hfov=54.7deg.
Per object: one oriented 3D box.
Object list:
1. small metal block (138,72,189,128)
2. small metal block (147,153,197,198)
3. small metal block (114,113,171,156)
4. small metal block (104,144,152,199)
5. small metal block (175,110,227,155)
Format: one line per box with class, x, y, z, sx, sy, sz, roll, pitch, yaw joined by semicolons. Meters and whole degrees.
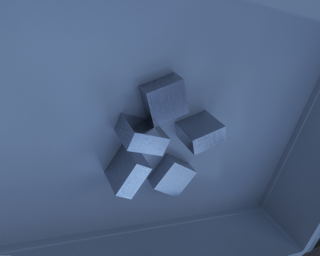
small metal block;0.005;-0.035;0.389;0.050;0.025;0.050;-23;127;-14
small metal block;0.018;0.071;0.462;0.050;0.025;0.050;29;102;-38
small metal block;-0.023;0.008;0.385;0.050;0.050;0.025;12;113;-33
small metal block;-0.043;0.055;0.403;0.025;0.050;0.050;25;105;-37
small metal block;0.055;0.005;0.426;0.050;0.050;0.025;-22;127;-15
